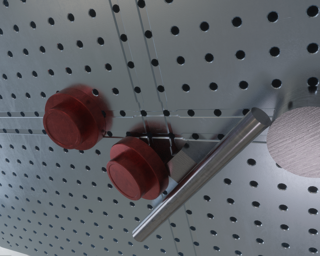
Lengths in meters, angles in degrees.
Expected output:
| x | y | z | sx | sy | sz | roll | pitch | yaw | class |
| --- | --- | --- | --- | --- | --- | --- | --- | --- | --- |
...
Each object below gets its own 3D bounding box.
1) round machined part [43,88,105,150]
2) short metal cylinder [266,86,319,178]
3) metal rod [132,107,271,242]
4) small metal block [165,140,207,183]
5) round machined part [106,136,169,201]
| x | y | z | sx | sy | sz | roll | pitch | yaw | class |
| --- | --- | --- | --- | --- | --- | --- | --- | --- | --- |
| -0.135 | -0.007 | 0.467 | 0.098 | 0.042 | 0.097 | 13 | 124 | 21 | round machined part |
| 0.154 | 0.004 | 0.316 | 0.080 | 0.050 | 0.079 | 13 | 124 | 21 | short metal cylinder |
| 0.035 | 0.081 | 0.410 | 0.025 | 0.025 | 0.298 | 38 | 129 | 2 | metal rod |
| 0.039 | 0.053 | 0.424 | 0.050 | 0.025 | 0.050 | 41 | 129 | 0 | small metal block |
| -0.038 | 0.064 | 0.443 | 0.098 | 0.042 | 0.097 | 28 | 137 | 30 | round machined part |
